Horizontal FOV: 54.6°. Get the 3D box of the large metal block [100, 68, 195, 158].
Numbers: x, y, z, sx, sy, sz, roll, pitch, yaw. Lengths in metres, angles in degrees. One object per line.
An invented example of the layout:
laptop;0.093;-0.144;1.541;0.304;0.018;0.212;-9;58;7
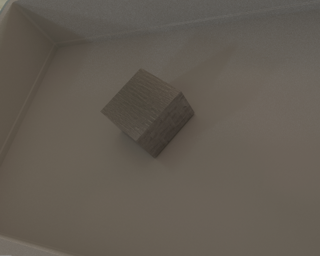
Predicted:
large metal block;-0.017;-0.021;0.408;0.080;0.050;0.080;-48;52;-7
